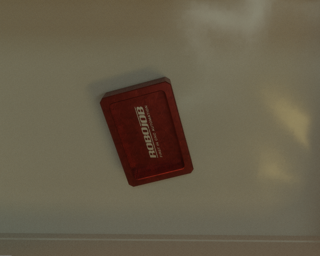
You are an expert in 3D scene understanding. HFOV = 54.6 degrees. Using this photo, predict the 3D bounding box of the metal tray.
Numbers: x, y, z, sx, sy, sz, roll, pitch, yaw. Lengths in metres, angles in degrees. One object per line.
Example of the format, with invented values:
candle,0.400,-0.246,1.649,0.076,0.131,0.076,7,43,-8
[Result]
metal tray,-0.015,0.007,0.410,0.090,0.030,0.129,-15,110,5
